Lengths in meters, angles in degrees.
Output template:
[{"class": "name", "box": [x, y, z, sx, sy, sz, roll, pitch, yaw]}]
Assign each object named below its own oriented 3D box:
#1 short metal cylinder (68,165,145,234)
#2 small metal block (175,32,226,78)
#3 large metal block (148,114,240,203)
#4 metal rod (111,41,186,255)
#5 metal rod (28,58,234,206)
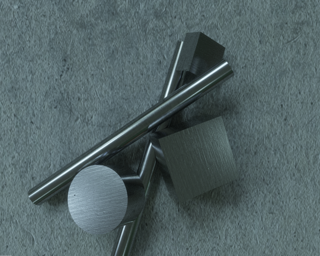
[{"class": "short metal cylinder", "box": [-0.065, 0.086, 0.385, 0.080, 0.050, 0.080, -2, 83, 20]}, {"class": "small metal block", "box": [0.053, -0.089, 0.399, 0.050, 0.025, 0.050, 17, 90, -40]}, {"class": "large metal block", "box": [0.041, 0.034, 0.384, 0.081, 0.050, 0.080, -20, 99, -13]}, {"class": "metal rod", "box": [-0.010, 0.033, 0.410, 0.025, 0.025, 0.298, 17, 90, 0]}, {"class": "metal rod", "box": [-0.041, 0.009, 0.393, 0.300, 0.025, 0.025, -34, 90, 6]}]
